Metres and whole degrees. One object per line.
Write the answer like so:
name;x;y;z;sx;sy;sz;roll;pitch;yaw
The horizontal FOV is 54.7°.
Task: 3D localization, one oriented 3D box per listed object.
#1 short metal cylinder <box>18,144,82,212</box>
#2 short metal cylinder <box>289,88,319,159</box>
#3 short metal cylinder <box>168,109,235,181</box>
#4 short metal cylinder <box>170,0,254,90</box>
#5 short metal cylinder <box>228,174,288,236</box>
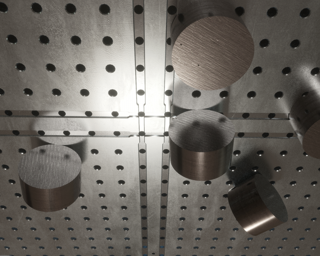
short metal cylinder;-0.151;0.069;0.432;0.081;0.080;0.050;7;130;-7
short metal cylinder;0.214;-0.006;0.394;0.081;0.050;0.079;-1;130;0
short metal cylinder;0.052;0.020;0.394;0.080;0.080;0.050;-3;130;2
short metal cylinder;0.052;-0.086;0.323;0.081;0.050;0.079;0;130;0
short metal cylinder;0.151;0.118;0.479;0.080;0.080;0.050;36;121;-27
